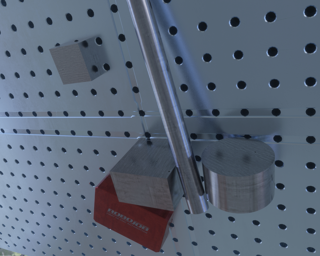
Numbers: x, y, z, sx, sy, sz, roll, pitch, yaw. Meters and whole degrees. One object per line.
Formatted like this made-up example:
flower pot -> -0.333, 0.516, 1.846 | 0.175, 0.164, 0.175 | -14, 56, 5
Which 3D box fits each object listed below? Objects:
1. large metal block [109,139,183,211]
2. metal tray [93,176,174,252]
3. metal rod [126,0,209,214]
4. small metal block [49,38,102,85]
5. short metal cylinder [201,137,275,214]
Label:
large metal block -> -0.007, 0.059, 0.414 | 0.080, 0.080, 0.050 | 3, 120, 26
metal tray -> -0.047, 0.145, 0.521 | 0.130, 0.030, 0.089 | 22, 127, 14
metal rod -> 0.006, -0.039, 0.351 | 0.025, 0.025, 0.298 | -9, 105, 32
small metal block -> -0.112, -0.088, 0.414 | 0.050, 0.025, 0.050 | -2, 118, 28
short metal cylinder -> 0.091, 0.052, 0.360 | 0.080, 0.080, 0.050 | 4, 120, 26
